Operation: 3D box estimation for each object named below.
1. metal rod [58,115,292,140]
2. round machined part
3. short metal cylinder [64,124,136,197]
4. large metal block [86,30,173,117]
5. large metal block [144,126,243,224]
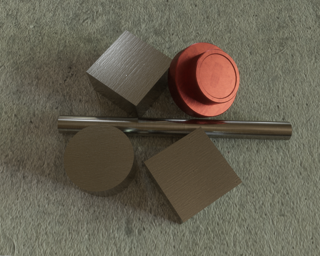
[{"bbox_3d":[0.019,0.000,0.411,0.302,0.025,0.025,2,70,0],"label":"metal rod"},{"bbox_3d":[0.063,-0.063,0.399,0.099,0.042,0.097,2,85,-27],"label":"round machined part"},{"bbox_3d":[-0.070,0.041,0.380,0.081,0.050,0.080,0,70,0],"label":"short metal cylinder"},{"bbox_3d":[-0.037,-0.071,0.419,0.080,0.050,0.080,35,73,11],"label":"large metal block"},{"bbox_3d":[0.037,0.058,0.375,0.080,0.050,0.080,-32,73,-11],"label":"large metal block"}]
